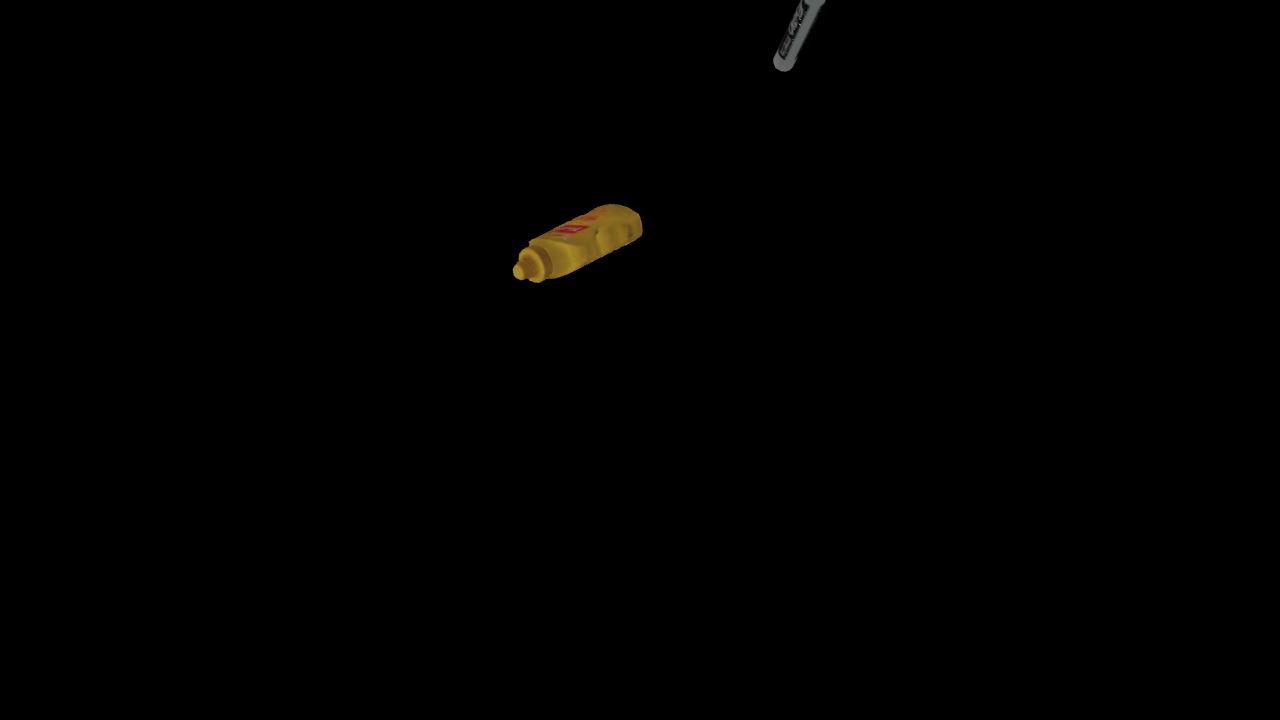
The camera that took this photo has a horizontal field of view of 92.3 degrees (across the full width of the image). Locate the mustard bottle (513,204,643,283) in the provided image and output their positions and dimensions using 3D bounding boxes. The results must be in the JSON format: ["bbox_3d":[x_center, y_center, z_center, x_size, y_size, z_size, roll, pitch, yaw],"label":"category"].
[{"bbox_3d":[-0.084,-0.139,0.751,0.092,0.054,0.184,17,38,33],"label":"mustard bottle"}]

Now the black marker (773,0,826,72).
[{"bbox_3d":[0.129,-0.268,0.477,0.020,0.020,0.121,0,-8,-4],"label":"black marker"}]
